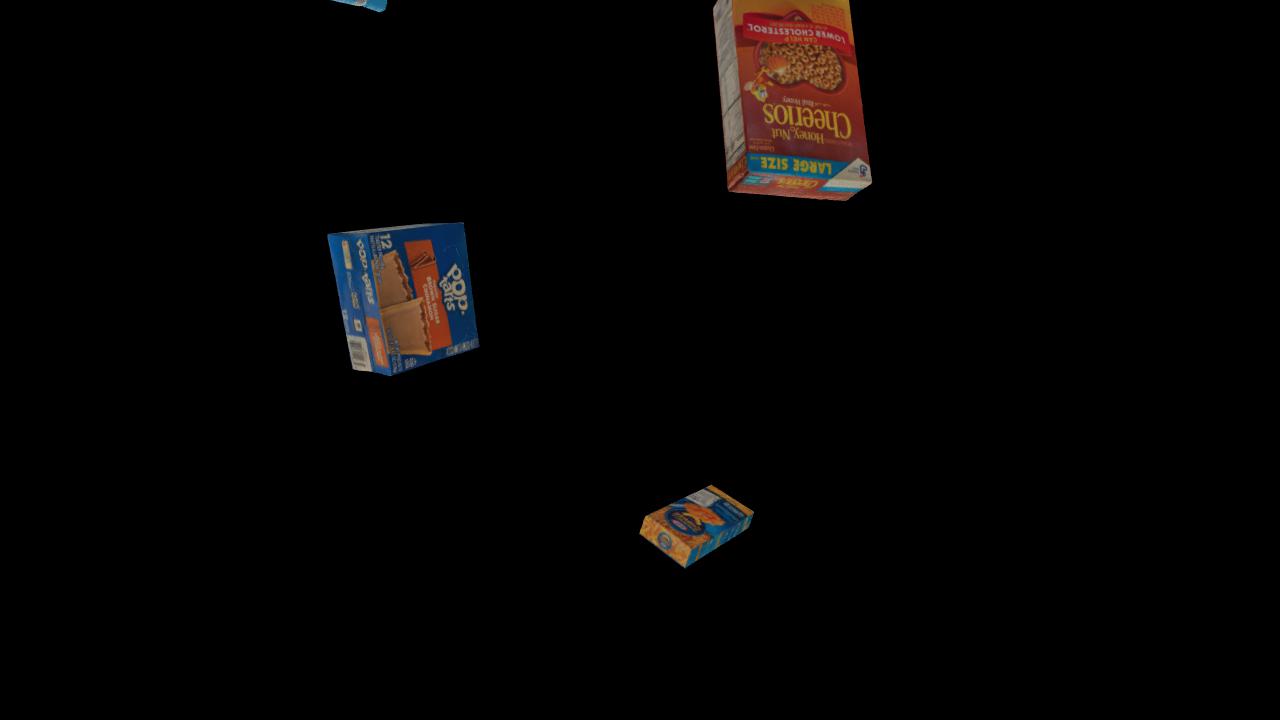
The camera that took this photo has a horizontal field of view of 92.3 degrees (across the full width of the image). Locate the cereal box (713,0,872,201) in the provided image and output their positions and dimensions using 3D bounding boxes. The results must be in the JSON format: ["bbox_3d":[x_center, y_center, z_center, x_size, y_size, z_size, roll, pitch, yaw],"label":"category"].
[{"bbox_3d":[0.222,-0.394,0.907,0.203,0.306,0.081,0,-10,-17],"label":"cereal box"}]

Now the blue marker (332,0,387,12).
[{"bbox_3d":[-0.267,-0.322,0.535,0.020,0.020,0.121,0,19,23],"label":"blue marker"}]

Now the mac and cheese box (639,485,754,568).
[{"bbox_3d":[0.094,0.257,0.973,0.093,0.041,0.184,30,24,32],"label":"mac and cheese box"}]

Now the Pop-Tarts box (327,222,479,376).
[{"bbox_3d":[-0.287,-0.081,0.766,0.083,0.167,0.141,8,20,32],"label":"Pop-Tarts box"}]
